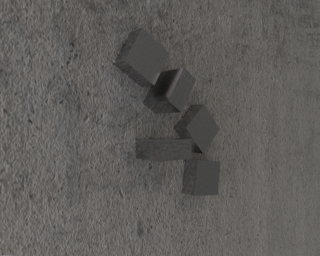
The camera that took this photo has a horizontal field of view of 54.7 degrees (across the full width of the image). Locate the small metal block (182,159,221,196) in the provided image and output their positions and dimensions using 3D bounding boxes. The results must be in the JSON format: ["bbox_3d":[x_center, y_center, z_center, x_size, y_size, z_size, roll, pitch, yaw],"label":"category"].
[{"bbox_3d":[0.061,0.072,0.456,0.050,0.025,0.050,9,84,-40],"label":"small metal block"}]

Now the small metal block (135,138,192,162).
[{"bbox_3d":[0.004,0.026,0.392,0.050,0.050,0.025,-1,91,-40],"label":"small metal block"}]

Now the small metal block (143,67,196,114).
[{"bbox_3d":[0.012,-0.047,0.398,0.025,0.050,0.050,39,66,-34],"label":"small metal block"}]

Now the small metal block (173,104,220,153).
[{"bbox_3d":[0.054,0.001,0.450,0.050,0.025,0.050,-50,120,-28],"label":"small metal block"}]

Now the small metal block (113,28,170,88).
[{"bbox_3d":[-0.022,-0.086,0.386,0.050,0.025,0.050,37,68,-34],"label":"small metal block"}]
